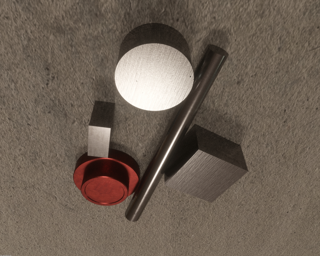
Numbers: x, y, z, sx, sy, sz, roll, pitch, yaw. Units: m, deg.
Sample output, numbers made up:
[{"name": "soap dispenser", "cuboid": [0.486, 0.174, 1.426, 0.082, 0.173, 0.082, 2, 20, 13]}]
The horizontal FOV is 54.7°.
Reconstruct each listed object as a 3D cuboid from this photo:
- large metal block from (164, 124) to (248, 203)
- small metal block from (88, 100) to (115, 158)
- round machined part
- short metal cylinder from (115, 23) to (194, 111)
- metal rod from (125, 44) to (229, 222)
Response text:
[{"name": "large metal block", "cuboid": [0.061, 0.052, 0.436, 0.080, 0.050, 0.080, 24, 126, -20]}, {"name": "small metal block", "cuboid": [-0.074, 0.001, 0.391, 0.025, 0.050, 0.050, 7, 130, -7]}, {"name": "round machined part", "cuboid": [-0.080, 0.079, 0.463, 0.099, 0.042, 0.097, 0, 130, 0]}, {"name": "short metal cylinder", "cuboid": [-0.006, -0.065, 0.335, 0.081, 0.050, 0.079, 0, 130, 0]}, {"name": "metal rod", "cuboid": [0.009, 0.028, 0.417, 0.025, 0.025, 0.298, 16, 124, -14]}]
